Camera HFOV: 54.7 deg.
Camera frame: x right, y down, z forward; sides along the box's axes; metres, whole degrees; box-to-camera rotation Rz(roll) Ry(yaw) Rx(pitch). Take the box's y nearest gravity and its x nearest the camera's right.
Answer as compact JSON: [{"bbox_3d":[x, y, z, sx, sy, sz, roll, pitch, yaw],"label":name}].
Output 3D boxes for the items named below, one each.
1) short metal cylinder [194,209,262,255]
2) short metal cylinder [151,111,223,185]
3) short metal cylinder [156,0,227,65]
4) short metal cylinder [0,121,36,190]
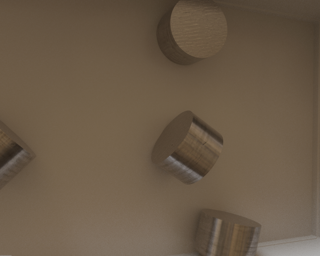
[{"bbox_3d":[0.090,0.145,0.416,0.081,0.080,0.050,14,85,-20],"label":"short metal cylinder"},{"bbox_3d":[0.034,0.025,0.395,0.050,0.080,0.080,36,78,-17],"label":"short metal cylinder"},{"bbox_3d":[0.042,-0.128,0.414,0.081,0.050,0.079,0,90,-21],"label":"short metal cylinder"},{"bbox_3d":[-0.176,0.020,0.316,0.050,0.080,0.080,-46,105,-14],"label":"short metal cylinder"}]
